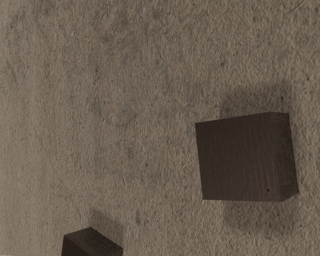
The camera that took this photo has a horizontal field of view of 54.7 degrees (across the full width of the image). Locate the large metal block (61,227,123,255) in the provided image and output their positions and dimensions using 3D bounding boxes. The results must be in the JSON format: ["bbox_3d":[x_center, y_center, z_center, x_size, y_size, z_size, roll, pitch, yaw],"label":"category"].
[{"bbox_3d":[-0.108,0.211,0.475,0.080,0.050,0.079,15,100,38],"label":"large metal block"}]

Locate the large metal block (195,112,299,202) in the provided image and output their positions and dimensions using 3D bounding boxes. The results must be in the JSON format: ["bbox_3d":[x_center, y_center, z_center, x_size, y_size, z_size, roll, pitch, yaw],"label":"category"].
[{"bbox_3d":[0.087,0.029,0.316,0.080,0.050,0.080,-9,84,39],"label":"large metal block"}]
